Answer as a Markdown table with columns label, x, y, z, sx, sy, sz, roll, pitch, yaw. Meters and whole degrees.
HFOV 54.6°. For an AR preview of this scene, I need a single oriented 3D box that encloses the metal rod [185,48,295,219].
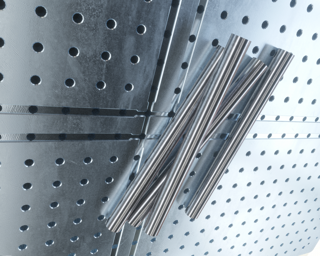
| label | x | y | z | sx | sy | sz | roll | pitch | yaw |
| --- | --- | --- | --- | --- | --- | --- | --- | --- | --- |
| metal rod | 0.117 | 0.019 | 0.485 | 0.025 | 0.025 | 0.298 | 14 | 111 | -34 |

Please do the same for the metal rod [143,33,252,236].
| label | x | y | z | sx | sy | sz | roll | pitch | yaw |
| --- | --- | --- | --- | --- | --- | --- | --- | --- | --- |
| metal rod | 0.041 | 0.023 | 0.413 | 0.025 | 0.025 | 0.298 | 10 | 114 | -33 |

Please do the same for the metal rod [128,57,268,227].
| label | x | y | z | sx | sy | sz | roll | pitch | yaw |
| --- | --- | --- | --- | --- | --- | --- | --- | --- | --- |
| metal rod | 0.048 | 0.026 | 0.452 | 0.025 | 0.025 | 0.299 | 31 | 101 | -38 |

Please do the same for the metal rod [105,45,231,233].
| label | x | y | z | sx | sy | sz | roll | pitch | yaw |
| --- | --- | --- | --- | --- | --- | --- | --- | --- | --- |
| metal rod | 0.008 | 0.024 | 0.429 | 0.025 | 0.025 | 0.299 | 23 | 106 | -36 |
